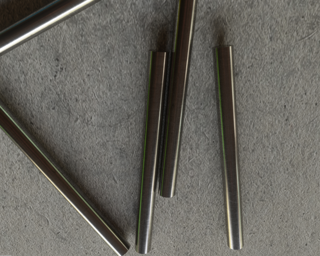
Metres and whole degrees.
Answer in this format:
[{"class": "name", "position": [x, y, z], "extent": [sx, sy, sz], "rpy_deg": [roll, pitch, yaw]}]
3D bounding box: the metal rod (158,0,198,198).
[{"class": "metal rod", "position": [0.022, -0.046, 0.392], "extent": [0.025, 0.025, 0.298], "rpy_deg": [4, 110, -2]}]

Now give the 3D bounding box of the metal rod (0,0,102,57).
[{"class": "metal rod", "position": [-0.195, -0.099, 0.371], "extent": [0.301, 0.025, 0.025], "rpy_deg": [-25, 108, 9]}]

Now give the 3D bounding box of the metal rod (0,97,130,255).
[{"class": "metal rod", "position": [-0.140, 0.072, 0.434], "extent": [0.025, 0.025, 0.299], "rpy_deg": [-33, 107, 11]}]

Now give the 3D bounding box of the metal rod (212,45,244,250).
[{"class": "metal rod", "position": [0.096, 0.040, 0.425], "extent": [0.025, 0.025, 0.298], "rpy_deg": [-7, 110, 2]}]

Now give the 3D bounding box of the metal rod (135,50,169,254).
[{"class": "metal rod", "position": [-0.014, 0.046, 0.426], "extent": [0.025, 0.025, 0.298], "rpy_deg": [4, 110, -2]}]
